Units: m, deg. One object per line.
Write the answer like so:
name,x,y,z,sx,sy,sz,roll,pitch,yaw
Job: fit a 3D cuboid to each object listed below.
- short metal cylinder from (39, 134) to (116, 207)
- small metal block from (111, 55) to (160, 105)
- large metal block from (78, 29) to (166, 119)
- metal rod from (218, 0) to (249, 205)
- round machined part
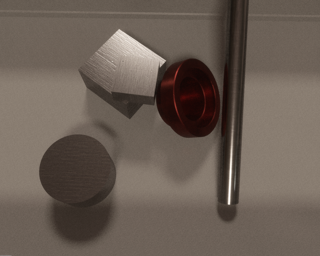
short metal cylinder,-0.097,0.053,0.376,0.081,0.050,0.080,0,70,0
small metal block,-0.028,-0.058,0.378,0.050,0.025,0.050,7,70,2
large metal block,-0.048,-0.073,0.422,0.080,0.050,0.080,36,74,12
metal rod,0.089,-0.058,0.373,0.025,0.025,0.298,2,93,0
round machined part,0.033,-0.036,0.395,0.042,0.098,0.098,-6,63,42
